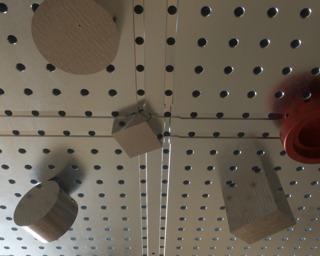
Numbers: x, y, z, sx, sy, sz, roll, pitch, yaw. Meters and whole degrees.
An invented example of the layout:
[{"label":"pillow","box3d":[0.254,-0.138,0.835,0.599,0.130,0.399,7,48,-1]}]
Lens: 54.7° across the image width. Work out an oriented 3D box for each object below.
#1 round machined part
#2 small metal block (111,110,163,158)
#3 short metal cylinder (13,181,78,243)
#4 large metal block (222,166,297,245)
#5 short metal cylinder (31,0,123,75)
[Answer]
[{"label":"round machined part","box3d":[0.206,-0.001,0.403,0.099,0.042,0.097,-1,130,0]},{"label":"small metal block","box3d":[-0.030,0.009,0.419,0.050,0.025,0.050,-20,128,15]},{"label":"short metal cylinder","box3d":[-0.177,0.130,0.483,0.080,0.080,0.050,-19,128,15]},{"label":"large metal block","box3d":[0.149,0.120,0.480,0.080,0.080,0.050,-37,121,27]},{"label":"short metal cylinder","box3d":[-0.079,-0.100,0.309,0.081,0.050,0.079,0,130,0]}]
